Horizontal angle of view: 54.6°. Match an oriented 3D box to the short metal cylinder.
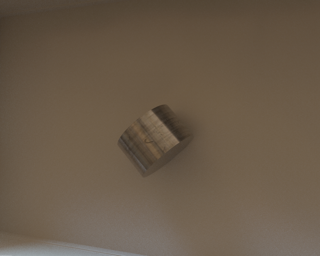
[{"bbox_3d":[-0.005,0.016,0.383,0.080,0.080,0.050,-43,77,15],"label":"short metal cylinder"}]
